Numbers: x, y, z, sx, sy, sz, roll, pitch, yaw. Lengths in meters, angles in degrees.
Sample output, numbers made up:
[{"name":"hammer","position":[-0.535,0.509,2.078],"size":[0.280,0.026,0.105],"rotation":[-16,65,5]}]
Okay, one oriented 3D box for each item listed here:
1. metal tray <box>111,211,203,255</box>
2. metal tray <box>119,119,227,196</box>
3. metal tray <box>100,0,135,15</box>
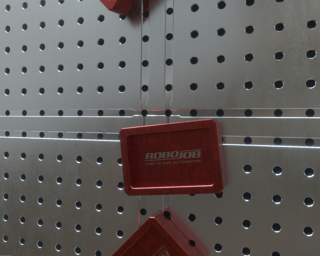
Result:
[{"name":"metal tray","position":[-0.017,0.188,0.414],"size":[0.090,0.030,0.130],"rotation":[45,104,14]},{"name":"metal tray","position":[0.015,0.039,0.403],"size":[0.130,0.030,0.089],"rotation":[-6,88,19]},{"name":"metal tray","position":[-0.046,-0.229,0.406],"size":[0.090,0.030,0.129],"rotation":[50,116,19]}]
